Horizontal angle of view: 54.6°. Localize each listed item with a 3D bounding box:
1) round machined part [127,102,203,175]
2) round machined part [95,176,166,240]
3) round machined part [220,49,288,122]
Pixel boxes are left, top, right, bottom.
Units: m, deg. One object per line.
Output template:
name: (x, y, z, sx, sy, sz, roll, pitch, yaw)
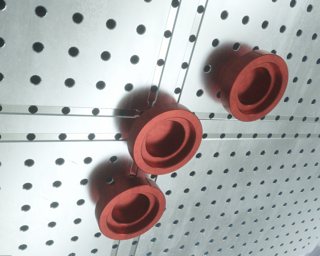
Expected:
round machined part: (0.003, 0.010, 0.407, 0.099, 0.042, 0.097, -14, 124, -21)
round machined part: (-0.045, 0.108, 0.442, 0.099, 0.042, 0.097, -14, 124, -21)
round machined part: (0.124, -0.061, 0.430, 0.099, 0.042, 0.097, -14, 124, -21)
